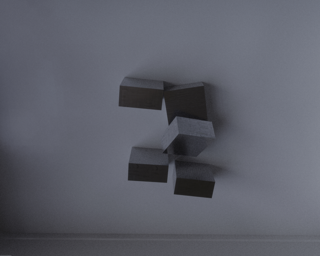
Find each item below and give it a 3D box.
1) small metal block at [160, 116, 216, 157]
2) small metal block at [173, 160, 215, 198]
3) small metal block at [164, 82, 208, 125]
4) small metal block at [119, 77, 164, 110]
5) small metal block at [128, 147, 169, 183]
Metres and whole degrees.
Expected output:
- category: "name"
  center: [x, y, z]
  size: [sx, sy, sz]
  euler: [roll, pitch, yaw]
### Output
- category: "small metal block"
  center: [0.035, 0.012, 0.397]
  size: [0.050, 0.025, 0.050]
  euler: [8, 145, -22]
- category: "small metal block"
  center: [0.044, 0.069, 0.424]
  size: [0.050, 0.050, 0.025]
  euler: [7, 110, -3]
- category: "small metal block"
  center: [0.033, -0.030, 0.401]
  size: [0.050, 0.025, 0.050]
  euler: [-8, 110, 3]
- category: "small metal block"
  center: [-0.022, -0.043, 0.382]
  size: [0.050, 0.050, 0.025]
  euler: [5, 110, -2]
- category: "small metal block"
  center: [-0.015, 0.048, 0.416]
  size: [0.050, 0.050, 0.025]
  euler: [4, 110, -2]
